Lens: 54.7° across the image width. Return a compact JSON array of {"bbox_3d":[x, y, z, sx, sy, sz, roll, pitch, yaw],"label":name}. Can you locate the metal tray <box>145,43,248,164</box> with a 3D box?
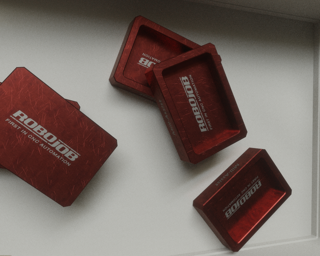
[{"bbox_3d":[0.048,-0.031,0.394,0.091,0.030,0.129,-26,99,-19],"label":"metal tray"}]

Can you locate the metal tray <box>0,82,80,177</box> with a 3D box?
[{"bbox_3d":[-0.166,-0.001,0.347,0.131,0.030,0.090,14,85,-20],"label":"metal tray"}]

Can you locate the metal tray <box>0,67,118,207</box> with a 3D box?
[{"bbox_3d":[-0.123,0.011,0.330,0.130,0.030,0.090,40,77,-16],"label":"metal tray"}]

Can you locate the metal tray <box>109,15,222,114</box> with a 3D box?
[{"bbox_3d":[0.009,-0.078,0.412,0.131,0.030,0.090,21,83,-19],"label":"metal tray"}]

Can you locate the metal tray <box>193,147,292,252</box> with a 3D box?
[{"bbox_3d":[0.123,0.102,0.455,0.131,0.030,0.090,-40,103,-16],"label":"metal tray"}]
